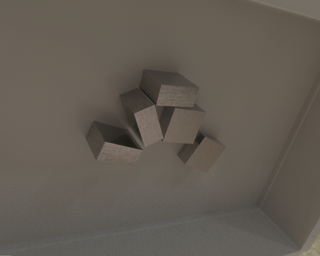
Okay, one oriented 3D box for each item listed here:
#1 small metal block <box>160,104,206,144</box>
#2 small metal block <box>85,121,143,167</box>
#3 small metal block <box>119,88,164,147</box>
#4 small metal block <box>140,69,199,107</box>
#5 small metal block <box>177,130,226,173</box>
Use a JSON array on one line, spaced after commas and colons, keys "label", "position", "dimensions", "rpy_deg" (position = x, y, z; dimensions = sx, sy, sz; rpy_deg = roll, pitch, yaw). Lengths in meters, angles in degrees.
[{"label": "small metal block", "position": [0.027, -0.007, 0.421], "dimensions": [0.050, 0.025, 0.050], "rpy_deg": [5, 116, -31]}, {"label": "small metal block", "position": [-0.056, 0.019, 0.375], "dimensions": [0.050, 0.050, 0.025], "rpy_deg": [16, 110, -35]}, {"label": "small metal block", "position": [-0.023, -0.013, 0.373], "dimensions": [0.025, 0.050, 0.050], "rpy_deg": [-25, 128, -13]}, {"label": "small metal block", "position": [0.010, -0.048, 0.370], "dimensions": [0.050, 0.050, 0.025], "rpy_deg": [0, 118, -29]}, {"label": "small metal block", "position": [0.063, 0.035, 0.467], "dimensions": [0.050, 0.025, 0.050], "rpy_deg": [25, 104, -37]}]
